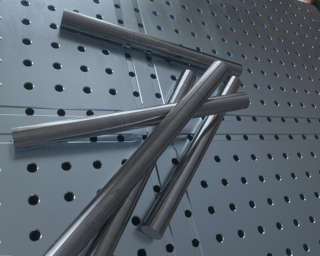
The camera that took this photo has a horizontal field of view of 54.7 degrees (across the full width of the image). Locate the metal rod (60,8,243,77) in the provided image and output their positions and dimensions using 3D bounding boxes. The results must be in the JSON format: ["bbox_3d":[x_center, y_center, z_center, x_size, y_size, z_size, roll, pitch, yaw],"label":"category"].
[{"bbox_3d":[0.001,-0.127,0.487,0.302,0.025,0.025,11,57,-23],"label":"metal rod"}]

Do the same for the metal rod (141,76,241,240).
[{"bbox_3d":[0.058,0.018,0.430,0.025,0.025,0.301,38,51,-3],"label":"metal rod"}]

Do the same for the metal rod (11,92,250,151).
[{"bbox_3d":[-0.016,-0.014,0.382,0.303,0.025,0.025,-11,67,-24],"label":"metal rod"}]

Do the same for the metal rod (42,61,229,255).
[{"bbox_3d":[-0.009,0.023,0.345,0.025,0.025,0.301,42,65,-1],"label":"metal rod"}]

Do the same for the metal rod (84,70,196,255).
[{"bbox_3d":[-0.009,0.024,0.389,0.025,0.025,0.301,33,51,-7],"label":"metal rod"}]
